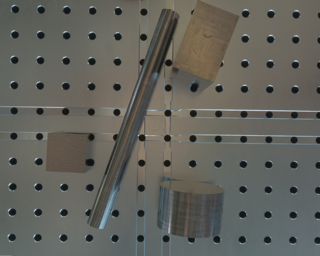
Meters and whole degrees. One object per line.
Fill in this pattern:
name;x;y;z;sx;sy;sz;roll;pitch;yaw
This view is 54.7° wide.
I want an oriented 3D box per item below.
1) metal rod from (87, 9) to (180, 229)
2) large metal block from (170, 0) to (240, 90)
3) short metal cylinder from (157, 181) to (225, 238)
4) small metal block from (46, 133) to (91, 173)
metal rod;-0.035;-0.012;0.412;0.025;0.025;0.298;19;90;-1
large metal block;0.051;-0.098;0.387;0.050;0.080;0.080;21;90;-1
short metal cylinder;0.038;0.098;0.387;0.081;0.080;0.050;5;90;-1
small metal block;-0.121;0.032;0.412;0.050;0.025;0.050;3;90;-1
